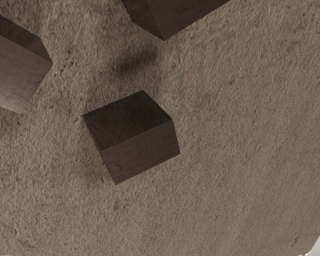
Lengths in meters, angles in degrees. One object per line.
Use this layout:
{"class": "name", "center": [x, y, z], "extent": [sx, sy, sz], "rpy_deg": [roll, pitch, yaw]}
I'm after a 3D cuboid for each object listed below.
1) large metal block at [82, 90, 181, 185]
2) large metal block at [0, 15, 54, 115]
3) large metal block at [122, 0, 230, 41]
{"class": "large metal block", "center": [-0.034, 0.007, 0.358], "extent": [0.081, 0.080, 0.050], "rpy_deg": [-25, 128, -14]}
{"class": "large metal block", "center": [-0.143, -0.064, 0.253], "extent": [0.080, 0.080, 0.050], "rpy_deg": [28, 103, -38]}
{"class": "large metal block", "center": [0.011, -0.135, 0.295], "extent": [0.080, 0.080, 0.050], "rpy_deg": [-33, 129, -7]}
